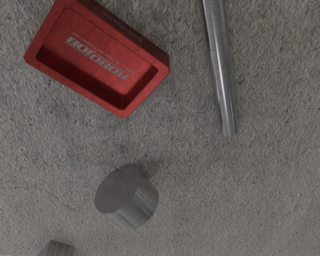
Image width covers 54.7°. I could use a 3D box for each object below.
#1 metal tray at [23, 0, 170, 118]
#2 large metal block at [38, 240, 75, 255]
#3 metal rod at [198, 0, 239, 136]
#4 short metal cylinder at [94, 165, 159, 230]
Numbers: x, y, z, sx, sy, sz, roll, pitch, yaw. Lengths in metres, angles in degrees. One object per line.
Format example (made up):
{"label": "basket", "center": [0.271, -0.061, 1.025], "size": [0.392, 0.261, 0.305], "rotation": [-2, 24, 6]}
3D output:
{"label": "metal tray", "center": [-0.065, -0.076, 0.338], "size": [0.131, 0.030, 0.090], "rotation": [31, 123, -24]}
{"label": "large metal block", "center": [-0.216, 0.281, 0.608], "size": [0.050, 0.080, 0.080], "rotation": [26, 125, -21]}
{"label": "metal rod", "center": [0.056, -0.108, 0.315], "size": [0.025, 0.025, 0.299], "rotation": [-11, 130, 9]}
{"label": "short metal cylinder", "center": [-0.049, 0.102, 0.458], "size": [0.080, 0.080, 0.050], "rotation": [-25, 126, 19]}
